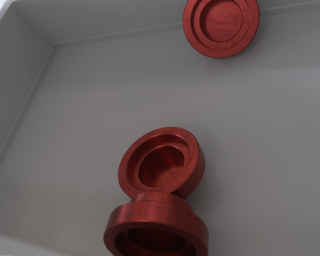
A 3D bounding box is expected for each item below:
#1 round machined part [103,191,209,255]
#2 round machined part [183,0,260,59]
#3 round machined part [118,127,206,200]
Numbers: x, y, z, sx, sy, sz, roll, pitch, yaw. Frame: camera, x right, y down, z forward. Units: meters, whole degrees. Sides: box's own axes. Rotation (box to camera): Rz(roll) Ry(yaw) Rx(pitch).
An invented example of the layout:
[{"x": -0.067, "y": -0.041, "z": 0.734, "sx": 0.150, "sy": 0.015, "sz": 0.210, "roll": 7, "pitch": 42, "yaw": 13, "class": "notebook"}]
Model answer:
[{"x": -0.002, "y": 0.099, "z": 0.303, "sx": 0.098, "sy": 0.098, "sz": 0.042, "roll": -12, "pitch": 38, "yaw": 21, "class": "round machined part"}, {"x": 0.084, "y": -0.145, "z": 0.418, "sx": 0.098, "sy": 0.097, "sz": 0.042, "roll": -12, "pitch": 13, "yaw": 22, "class": "round machined part"}, {"x": 0.005, "y": 0.049, "z": 0.354, "sx": 0.098, "sy": 0.042, "sz": 0.098, "roll": -17, "pitch": 43, "yaw": 17, "class": "round machined part"}]
